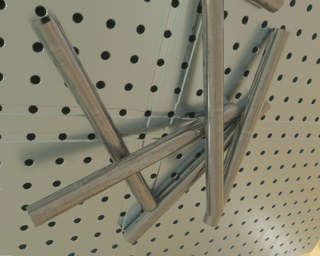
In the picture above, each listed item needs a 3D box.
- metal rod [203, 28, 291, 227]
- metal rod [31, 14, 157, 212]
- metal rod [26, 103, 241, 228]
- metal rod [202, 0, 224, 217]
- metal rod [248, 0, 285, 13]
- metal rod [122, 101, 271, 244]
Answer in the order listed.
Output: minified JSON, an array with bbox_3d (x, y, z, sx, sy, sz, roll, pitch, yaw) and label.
[{"bbox_3d":[0.121,0.008,0.450,0.025,0.025,0.298,9,105,-32],"label":"metal rod"},{"bbox_3d":[-0.063,0.008,0.381,0.025,0.025,0.299,-30,129,-9],"label":"metal rod"},{"bbox_3d":[-0.015,0.035,0.395,0.302,0.025,0.025,-26,128,-23],"label":"metal rod"},{"bbox_3d":[0.070,-0.017,0.400,0.025,0.025,0.298,-13,112,-21],"label":"metal rod"},{"bbox_3d":[0.022,-0.182,0.310,0.302,0.025,0.025,11,113,-33],"label":"metal rod"},{"bbox_3d":[0.055,0.067,0.481,0.300,0.025,0.025,-45,129,3],"label":"metal rod"}]
